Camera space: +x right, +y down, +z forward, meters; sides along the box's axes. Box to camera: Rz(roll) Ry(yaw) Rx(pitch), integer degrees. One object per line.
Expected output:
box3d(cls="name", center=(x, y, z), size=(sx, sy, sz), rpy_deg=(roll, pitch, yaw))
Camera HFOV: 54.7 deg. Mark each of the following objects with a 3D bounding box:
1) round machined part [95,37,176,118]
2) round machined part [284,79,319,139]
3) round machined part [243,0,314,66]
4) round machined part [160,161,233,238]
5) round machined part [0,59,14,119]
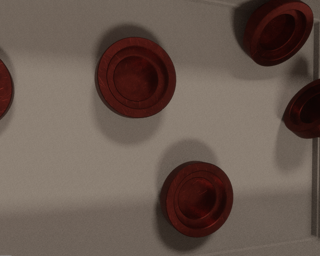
box3d(cls="round machined part", center=(-0.033, -0.060, 0.390), size=(0.099, 0.042, 0.097), rpy_deg=(0, 90, -21))
box3d(cls="round machined part", center=(0.240, -0.025, 0.463), size=(0.042, 0.098, 0.098), rpy_deg=(34, 79, -18))
box3d(cls="round machined part", center=(0.164, -0.142, 0.446), size=(0.099, 0.042, 0.097), rpy_deg=(-13, 136, -13))
box3d(cls="round machined part", center=(0.046, 0.093, 0.420), size=(0.099, 0.042, 0.097), rpy_deg=(0, 90, -21))
box3d(cls="round machined part", center=(-0.209, -0.043, 0.324), size=(0.099, 0.042, 0.097), rpy_deg=(0, 90, -21))
